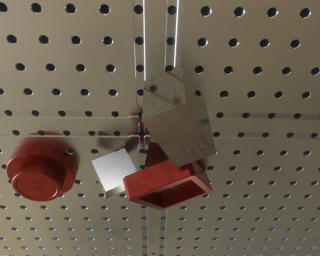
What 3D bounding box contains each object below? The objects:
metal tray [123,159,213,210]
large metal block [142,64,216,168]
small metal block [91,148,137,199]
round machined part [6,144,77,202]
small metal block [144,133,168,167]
[{"bbox_3d":[0.017,0.080,0.434,0.090,0.030,0.130,-23,154,10],"label":"metal tray"},{"bbox_3d":[0.022,-0.014,0.363,0.050,0.080,0.080,-23,127,17],"label":"large metal block"},{"bbox_3d":[-0.062,0.063,0.433,0.050,0.050,0.025,-21,151,-22],"label":"small metal block"},{"bbox_3d":[-0.177,0.072,0.460,0.099,0.042,0.097,-1,130,0],"label":"round machined part"},{"bbox_3d":[0.007,0.032,0.439,0.050,0.025,0.050,8,130,-7],"label":"small metal block"}]
